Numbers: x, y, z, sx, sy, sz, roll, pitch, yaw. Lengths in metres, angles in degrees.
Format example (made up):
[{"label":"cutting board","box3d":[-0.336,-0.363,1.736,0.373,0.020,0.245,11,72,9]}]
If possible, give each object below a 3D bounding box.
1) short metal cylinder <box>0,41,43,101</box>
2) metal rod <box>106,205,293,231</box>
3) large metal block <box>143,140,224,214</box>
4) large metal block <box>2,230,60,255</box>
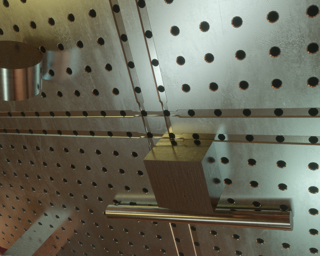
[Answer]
[{"label":"short metal cylinder","box3d":[-0.208,-0.082,0.435,0.080,0.080,0.050,26,128,12]},{"label":"metal rod","box3d":[0.040,0.133,0.472,0.300,0.025,0.025,-7,115,31]},{"label":"large metal block","box3d":[0.034,0.063,0.416,0.080,0.050,0.080,-1,118,29]},{"label":"large metal block","box3d":[-0.295,0.287,0.709,0.080,0.080,0.050,-1,118,29]}]
